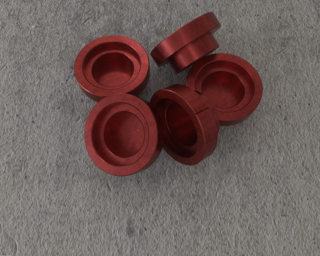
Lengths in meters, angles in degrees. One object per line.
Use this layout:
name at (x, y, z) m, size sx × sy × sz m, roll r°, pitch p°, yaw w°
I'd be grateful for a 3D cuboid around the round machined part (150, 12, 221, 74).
round machined part at (0.039, -0.107, 0.413) m, size 0.098 × 0.098 × 0.042 m, roll -33°, pitch 95°, yaw -11°

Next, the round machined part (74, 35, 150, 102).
round machined part at (-0.063, -0.075, 0.423) m, size 0.099 × 0.042 × 0.098 m, roll 0°, pitch 66°, yaw 0°

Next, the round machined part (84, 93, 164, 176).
round machined part at (-0.040, 0.008, 0.382) m, size 0.098 × 0.042 × 0.097 m, roll 0°, pitch 90°, yaw 22°

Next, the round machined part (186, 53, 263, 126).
round machined part at (0.082, -0.048, 0.416) m, size 0.099 × 0.042 × 0.098 m, roll 0°, pitch 70°, yaw -1°

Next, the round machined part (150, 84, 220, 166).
round machined part at (0.033, -0.007, 0.376) m, size 0.042 × 0.097 × 0.098 m, roll -27°, pitch 71°, yaw -31°
